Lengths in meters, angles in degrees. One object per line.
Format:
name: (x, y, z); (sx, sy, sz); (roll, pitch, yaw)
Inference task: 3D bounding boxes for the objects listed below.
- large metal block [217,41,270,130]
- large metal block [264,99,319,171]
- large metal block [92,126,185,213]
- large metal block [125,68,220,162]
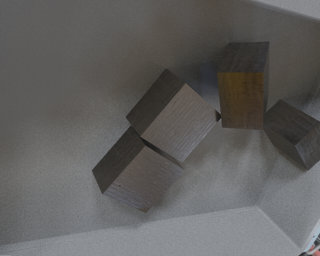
large metal block: (0.109, -0.055, 0.393); (0.080, 0.050, 0.080); (-62, 147, -46)
large metal block: (0.218, 0.011, 0.502); (0.050, 0.080, 0.080); (-44, 130, 2)
large metal block: (-0.029, 0.057, 0.413); (0.080, 0.050, 0.080); (-49, 129, 6)
large metal block: (0.018, -0.015, 0.395); (0.080, 0.050, 0.080); (-50, 129, 7)
